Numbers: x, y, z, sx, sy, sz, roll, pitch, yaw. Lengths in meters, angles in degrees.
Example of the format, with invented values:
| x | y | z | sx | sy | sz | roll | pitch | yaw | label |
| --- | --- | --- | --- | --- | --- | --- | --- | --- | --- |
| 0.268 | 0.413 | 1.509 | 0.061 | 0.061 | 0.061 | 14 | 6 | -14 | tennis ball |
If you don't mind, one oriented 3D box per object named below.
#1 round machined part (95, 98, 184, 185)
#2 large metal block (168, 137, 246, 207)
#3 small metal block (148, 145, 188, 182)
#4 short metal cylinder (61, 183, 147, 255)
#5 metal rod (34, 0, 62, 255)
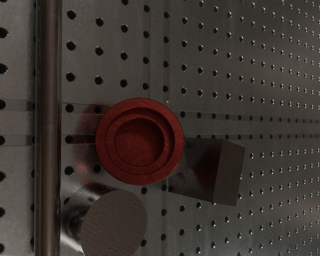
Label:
| x | y | z | sx | sy | sz | roll | pitch | yaw | label |
| --- | --- | --- | --- | --- | --- | --- | --- | --- | --- |
| -0.024 | 0.018 | 0.360 | 0.099 | 0.042 | 0.098 | 2 | 78 | -8 | round machined part |
| 0.064 | 0.058 | 0.430 | 0.050 | 0.080 | 0.080 | 20 | 77 | -39 | large metal block |
| 0.005 | 0.037 | 0.410 | 0.050 | 0.025 | 0.050 | -20 | 103 | -27 | small metal block |
| -0.062 | 0.105 | 0.343 | 0.081 | 0.050 | 0.079 | 0 | 90 | -40 | short metal cylinder |
| -0.113 | -0.018 | 0.315 | 0.025 | 0.025 | 0.298 | 1 | 90 | -40 | metal rod |
